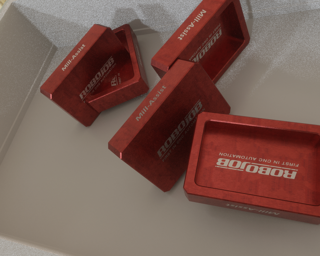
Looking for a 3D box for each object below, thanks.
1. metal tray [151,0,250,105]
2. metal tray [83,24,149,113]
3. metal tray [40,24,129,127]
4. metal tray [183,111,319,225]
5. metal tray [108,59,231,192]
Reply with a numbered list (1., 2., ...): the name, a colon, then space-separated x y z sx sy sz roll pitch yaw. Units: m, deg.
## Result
1. metal tray: 0.057 -0.099 0.395 0.030 0.090 0.130 34 81 38
2. metal tray: -0.074 -0.096 0.485 0.090 0.030 0.130 -22 55 11
3. metal tray: -0.102 -0.077 0.464 0.030 0.090 0.130 28 77 36
4. metal tray: 0.096 0.036 0.306 0.131 0.030 0.090 8 64 13
5. metal tray: 0.015 -0.002 0.354 0.130 0.090 0.030 -51 39 -8
